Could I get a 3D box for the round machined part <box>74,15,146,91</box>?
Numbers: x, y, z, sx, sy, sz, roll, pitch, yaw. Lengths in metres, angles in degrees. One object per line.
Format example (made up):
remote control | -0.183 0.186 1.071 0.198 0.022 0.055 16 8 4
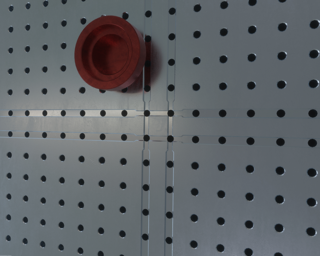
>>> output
round machined part | -0.064 -0.099 0.427 0.098 0.042 0.097 0 90 20
